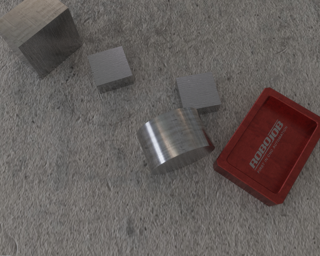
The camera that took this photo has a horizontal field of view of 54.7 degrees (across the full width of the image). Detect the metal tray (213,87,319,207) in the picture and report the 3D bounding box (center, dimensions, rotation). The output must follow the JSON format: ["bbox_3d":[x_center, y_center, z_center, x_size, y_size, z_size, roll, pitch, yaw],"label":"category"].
[{"bbox_3d":[0.141,0.022,0.398,0.090,0.030,0.130,34,73,11],"label":"metal tray"}]

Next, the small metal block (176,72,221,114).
[{"bbox_3d":[0.051,-0.045,0.425,0.050,0.025,0.050,-11,70,-4],"label":"small metal block"}]

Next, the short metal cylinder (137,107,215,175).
[{"bbox_3d":[0.019,0.017,0.373,0.080,0.080,0.050,-20,72,-7],"label":"short metal cylinder"}]

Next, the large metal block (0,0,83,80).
[{"bbox_3d":[-0.161,-0.126,0.424,0.050,0.080,0.080,40,75,13],"label":"large metal block"}]

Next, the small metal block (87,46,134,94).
[{"bbox_3d":[-0.069,-0.082,0.437,0.050,0.025,0.050,-18,71,-7],"label":"small metal block"}]
